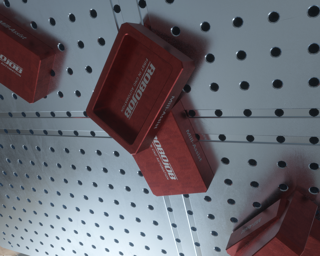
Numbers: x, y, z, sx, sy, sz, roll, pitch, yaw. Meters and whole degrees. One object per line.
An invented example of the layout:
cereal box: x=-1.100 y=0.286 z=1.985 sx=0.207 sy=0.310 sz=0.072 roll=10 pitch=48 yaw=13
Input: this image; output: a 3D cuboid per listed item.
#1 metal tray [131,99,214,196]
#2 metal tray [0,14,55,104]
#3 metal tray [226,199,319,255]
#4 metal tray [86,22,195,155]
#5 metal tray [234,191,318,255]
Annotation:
metal tray: x=0.007 y=0.031 z=0.424 sx=0.090 sy=0.030 sz=0.130 roll=-13 pitch=112 yaw=33
metal tray: x=-0.224 y=-0.107 z=0.461 sx=0.130 sy=0.030 sz=0.089 roll=34 pitch=129 yaw=5
metal tray: x=0.159 y=0.156 z=0.410 sx=0.090 sy=0.030 sz=0.129 roll=34 pitch=136 yaw=4
metal tray: x=-0.028 y=-0.045 z=0.367 sx=0.090 sy=0.030 sz=0.129 roll=39 pitch=119 yaw=18
metal tray: x=0.134 y=0.146 z=0.385 sx=0.030 sy=0.091 sz=0.129 roll=38 pitch=130 yaw=15
